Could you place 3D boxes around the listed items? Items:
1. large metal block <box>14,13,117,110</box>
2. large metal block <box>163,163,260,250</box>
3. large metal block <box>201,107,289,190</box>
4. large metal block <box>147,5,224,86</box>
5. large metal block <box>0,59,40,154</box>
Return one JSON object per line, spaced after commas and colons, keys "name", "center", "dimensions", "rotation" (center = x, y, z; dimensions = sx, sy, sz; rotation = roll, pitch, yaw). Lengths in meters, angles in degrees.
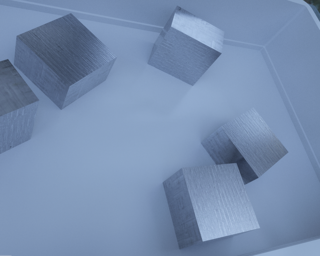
{"name": "large metal block", "center": [-0.115, -0.082, 0.379], "dimensions": [0.080, 0.050, 0.080], "rotation": [44, 51, 2]}
{"name": "large metal block", "center": [0.058, 0.091, 0.368], "dimensions": [0.081, 0.050, 0.080], "rotation": [-1, 62, -29]}
{"name": "large metal block", "center": [0.120, 0.028, 0.440], "dimensions": [0.081, 0.050, 0.080], "rotation": [-26, 76, -37]}
{"name": "large metal block", "center": [0.038, -0.121, 0.466], "dimensions": [0.080, 0.080, 0.050], "rotation": [24, 53, -14]}
{"name": "large metal block", "center": [-0.167, -0.008, 0.286], "dimensions": [0.081, 0.080, 0.050], "rotation": [-33, 81, -38]}
